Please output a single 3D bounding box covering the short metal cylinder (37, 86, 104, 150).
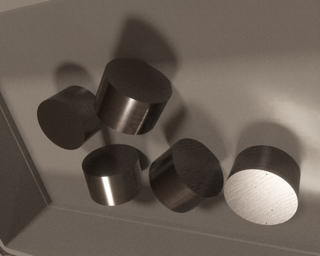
[{"bbox_3d":[-0.128,-0.015,0.448,0.080,0.050,0.079,13,124,20],"label":"short metal cylinder"}]

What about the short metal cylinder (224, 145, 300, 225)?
[{"bbox_3d":[0.122,0.068,0.369,0.080,0.050,0.079,13,124,20],"label":"short metal cylinder"}]

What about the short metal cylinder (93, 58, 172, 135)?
[{"bbox_3d":[-0.032,-0.038,0.365,0.080,0.080,0.050,34,129,6],"label":"short metal cylinder"}]

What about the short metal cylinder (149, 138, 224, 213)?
[{"bbox_3d":[0.033,0.060,0.392,0.080,0.080,0.050,44,129,-3],"label":"short metal cylinder"}]

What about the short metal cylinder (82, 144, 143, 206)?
[{"bbox_3d":[-0.067,0.065,0.447,0.080,0.080,0.050,7,121,24],"label":"short metal cylinder"}]
